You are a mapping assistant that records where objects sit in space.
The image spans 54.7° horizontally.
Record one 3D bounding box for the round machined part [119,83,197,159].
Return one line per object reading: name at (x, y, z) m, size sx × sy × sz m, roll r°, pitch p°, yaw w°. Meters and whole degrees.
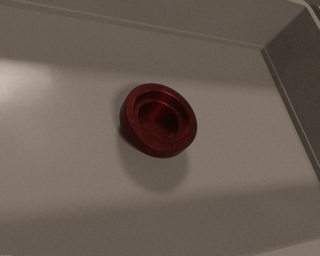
round machined part at (-0.005, -0.005, 0.397) m, size 0.099 × 0.042 × 0.098 m, roll 14°, pitch 56°, yaw -21°
